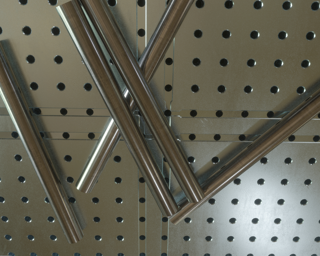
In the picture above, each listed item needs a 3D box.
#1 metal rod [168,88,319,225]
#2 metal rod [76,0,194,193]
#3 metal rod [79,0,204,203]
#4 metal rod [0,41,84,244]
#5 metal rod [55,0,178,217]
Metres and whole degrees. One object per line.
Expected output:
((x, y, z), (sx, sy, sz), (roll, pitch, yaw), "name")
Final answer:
((0.127, 0.037, 0.428), (0.299, 0.025, 0.025), (-42, 105, 13), "metal rod")
((-0.038, -0.039, 0.398), (0.025, 0.025, 0.298), (27, 108, -10), "metal rod")
((-0.015, -0.028, 0.376), (0.025, 0.025, 0.299), (-25, 111, 8), "metal rod")
((-0.167, 0.033, 0.423), (0.025, 0.025, 0.298), (-14, 110, 5), "metal rod")
((-0.041, -0.006, 0.383), (0.025, 0.025, 0.299), (-21, 115, 7), "metal rod")
